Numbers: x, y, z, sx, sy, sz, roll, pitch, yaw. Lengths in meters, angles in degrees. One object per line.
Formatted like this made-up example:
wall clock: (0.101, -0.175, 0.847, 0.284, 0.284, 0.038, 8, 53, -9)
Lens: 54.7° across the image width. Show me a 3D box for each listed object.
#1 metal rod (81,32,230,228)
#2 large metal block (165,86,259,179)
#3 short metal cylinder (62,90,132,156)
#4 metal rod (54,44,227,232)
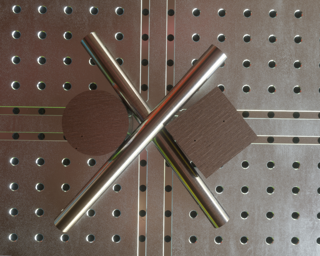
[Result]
metal rod: (-0.006, 0.003, 0.409, 0.025, 0.025, 0.299, -36, 90, 0)
large metal block: (0.062, 0.005, 0.397, 0.080, 0.050, 0.080, -38, 90, 0)
short metal cylinder: (-0.078, -0.006, 0.396, 0.081, 0.050, 0.079, 0, 90, 0)
metal rod: (-0.029, 0.019, 0.388, 0.025, 0.025, 0.299, 42, 98, 0)
